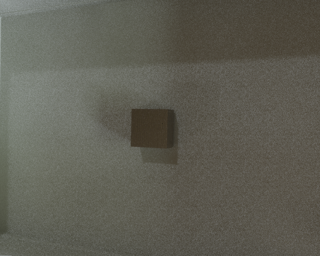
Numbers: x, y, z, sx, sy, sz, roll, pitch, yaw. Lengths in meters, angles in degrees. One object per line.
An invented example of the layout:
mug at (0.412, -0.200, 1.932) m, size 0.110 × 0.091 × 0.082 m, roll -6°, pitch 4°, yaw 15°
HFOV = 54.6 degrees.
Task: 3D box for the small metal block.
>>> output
small metal block at (-0.010, 0.000, 0.410) m, size 0.050 × 0.025 × 0.050 m, roll 2°, pitch 91°, yaw 20°
